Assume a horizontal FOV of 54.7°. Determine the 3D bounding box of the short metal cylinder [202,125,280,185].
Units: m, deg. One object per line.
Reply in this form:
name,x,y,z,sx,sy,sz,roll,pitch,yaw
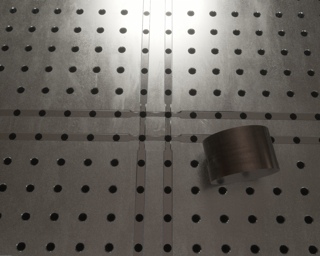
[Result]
short metal cylinder,0.096,0.034,0.371,0.081,0.080,0.050,-8,71,-3
